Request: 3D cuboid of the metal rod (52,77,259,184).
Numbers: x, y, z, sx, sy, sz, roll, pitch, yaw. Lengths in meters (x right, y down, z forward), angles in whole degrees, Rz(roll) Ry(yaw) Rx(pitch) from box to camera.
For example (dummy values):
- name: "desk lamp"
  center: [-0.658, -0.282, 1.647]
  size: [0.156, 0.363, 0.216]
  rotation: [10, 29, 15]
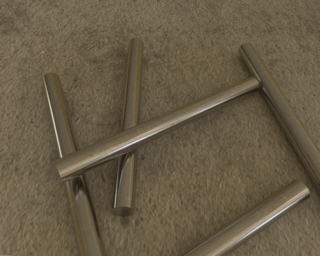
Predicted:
- name: "metal rod"
  center: [0.016, -0.009, 0.387]
  size: [0.302, 0.025, 0.025]
  rotation: [-24, 54, -28]

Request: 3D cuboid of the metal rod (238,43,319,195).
- name: "metal rod"
  center: [0.170, -0.018, 0.420]
  size: [0.025, 0.025, 0.300]
  rotation: [-8, 51, -7]

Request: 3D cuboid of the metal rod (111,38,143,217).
- name: "metal rod"
  center: [-0.039, -0.026, 0.424]
  size: [0.025, 0.025, 0.300]
  rotation: [0, 50, 0]

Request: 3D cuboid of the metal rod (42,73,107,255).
- name: "metal rod"
  center: [-0.109, 0.035, 0.372]
  size: [0.025, 0.025, 0.300]
  rotation: [-16, 52, -14]

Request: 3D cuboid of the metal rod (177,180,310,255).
- name: "metal rod"
  center: [0.029, 0.129, 0.294]
  size: [0.302, 0.025, 0.025]
  rotation: [-25, 55, -20]
